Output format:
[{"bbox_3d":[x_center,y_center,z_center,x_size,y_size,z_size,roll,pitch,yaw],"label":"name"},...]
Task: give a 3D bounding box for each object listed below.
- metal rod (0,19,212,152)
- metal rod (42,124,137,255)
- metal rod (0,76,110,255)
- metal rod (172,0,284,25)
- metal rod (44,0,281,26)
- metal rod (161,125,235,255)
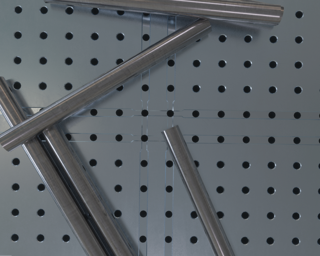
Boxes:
[{"bbox_3d":[-0.065,-0.060,0.399,0.301,0.025,0.025,-32,90,-6],"label":"metal rod"},{"bbox_3d":[-0.071,0.127,0.412,0.025,0.025,0.299,-31,90,0],"label":"metal rod"},{"bbox_3d":[-0.143,0.067,0.412,0.025,0.025,0.299,-31,90,0],"label":"metal rod"},{"bbox_3d":[0.012,-0.179,0.413,0.301,0.025,0.025,11,90,0],"label":"metal rod"},{"bbox_3d":[-0.003,-0.159,0.398,0.301,0.025,0.025,8,90,5],"label":"metal rod"},{"bbox_3d":[0.072,0.137,0.413,0.025,0.025,0.299,-24,90,0],"label":"metal rod"}]
